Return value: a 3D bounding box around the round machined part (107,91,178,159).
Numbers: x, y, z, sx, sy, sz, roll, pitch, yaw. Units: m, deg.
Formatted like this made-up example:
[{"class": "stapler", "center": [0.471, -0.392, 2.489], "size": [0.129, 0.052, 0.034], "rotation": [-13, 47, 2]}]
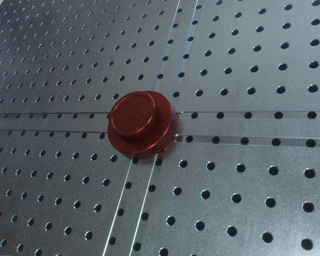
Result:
[{"class": "round machined part", "center": [-0.029, -0.011, 0.418], "size": [0.098, 0.042, 0.098], "rotation": [-13, 56, 20]}]
